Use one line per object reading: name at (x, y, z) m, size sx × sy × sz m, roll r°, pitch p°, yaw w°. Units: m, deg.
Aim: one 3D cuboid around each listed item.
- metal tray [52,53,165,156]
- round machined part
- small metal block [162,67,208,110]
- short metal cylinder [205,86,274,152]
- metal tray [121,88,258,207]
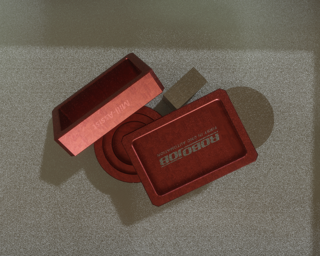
metal tray at (-0.067, -0.033, 0.375) m, size 0.130 × 0.090 × 0.030 m, roll -36°, pitch 122°, yaw -1°
round machined part at (-0.032, 0.019, 0.402) m, size 0.099 × 0.042 × 0.097 m, roll 0°, pitch 90°, yaw -1°
small metal block at (0.030, -0.048, 0.397) m, size 0.050 × 0.050 × 0.025 m, roll -43°, pitch 90°, yaw -2°
short metal cylinder at (0.098, -0.011, 0.398) m, size 0.081 × 0.050 × 0.079 m, roll 0°, pitch 90°, yaw -1°
metal tray at (0.033, 0.022, 0.360) m, size 0.130 × 0.030 × 0.090 m, roll -26°, pitch 90°, yaw 4°
